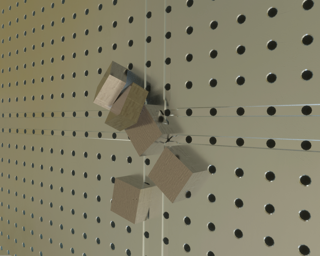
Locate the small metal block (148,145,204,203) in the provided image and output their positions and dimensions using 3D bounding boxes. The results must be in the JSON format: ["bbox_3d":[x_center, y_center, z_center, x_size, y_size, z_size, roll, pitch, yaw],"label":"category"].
[{"bbox_3d":[0.019,0.058,0.392,0.050,0.025,0.050,44,116,30],"label":"small metal block"}]

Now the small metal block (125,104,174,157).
[{"bbox_3d":[-0.016,0.003,0.421,0.050,0.025,0.050,-45,63,30],"label":"small metal block"}]

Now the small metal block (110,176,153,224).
[{"bbox_3d":[-0.041,0.101,0.441,0.050,0.025,0.050,16,100,38],"label":"small metal block"}]

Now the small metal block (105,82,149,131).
[{"bbox_3d":[-0.046,-0.028,0.422,0.050,0.025,0.050,-23,42,55],"label":"small metal block"}]

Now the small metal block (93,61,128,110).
[{"bbox_3d":[-0.071,-0.062,0.449,0.050,0.025,0.050,-53,22,26],"label":"small metal block"}]
